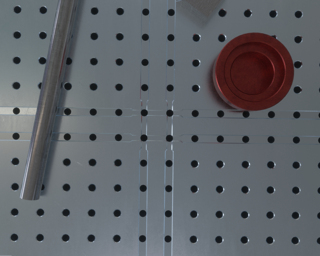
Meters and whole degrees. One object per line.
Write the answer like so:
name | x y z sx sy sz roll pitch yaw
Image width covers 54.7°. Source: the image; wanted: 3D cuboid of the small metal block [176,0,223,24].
small metal block | 0.058 -0.178 0.413 0.050 0.025 0.050 37 90 0

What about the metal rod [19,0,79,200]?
metal rod | -0.144 -0.054 0.412 0.025 0.025 0.298 11 90 0

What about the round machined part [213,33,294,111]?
round machined part | 0.118 -0.070 0.406 0.099 0.042 0.097 0 90 0
